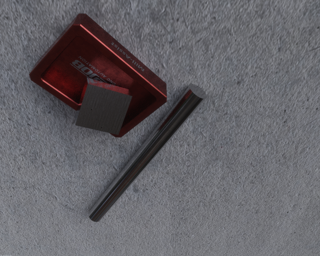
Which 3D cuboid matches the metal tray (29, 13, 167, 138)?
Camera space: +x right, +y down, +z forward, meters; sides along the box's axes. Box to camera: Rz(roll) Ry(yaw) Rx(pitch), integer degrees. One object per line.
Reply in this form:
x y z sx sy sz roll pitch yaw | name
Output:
-0.067 -0.053 0.357 0.090 0.030 0.130 -37 122 27 | metal tray

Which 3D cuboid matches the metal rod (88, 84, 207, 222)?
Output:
-0.033 0.053 0.451 0.025 0.025 0.298 25 126 -20 | metal rod

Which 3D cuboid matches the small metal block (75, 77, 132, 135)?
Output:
-0.065 -0.024 0.355 0.050 0.025 0.050 14 110 -22 | small metal block
